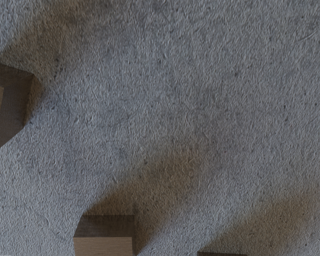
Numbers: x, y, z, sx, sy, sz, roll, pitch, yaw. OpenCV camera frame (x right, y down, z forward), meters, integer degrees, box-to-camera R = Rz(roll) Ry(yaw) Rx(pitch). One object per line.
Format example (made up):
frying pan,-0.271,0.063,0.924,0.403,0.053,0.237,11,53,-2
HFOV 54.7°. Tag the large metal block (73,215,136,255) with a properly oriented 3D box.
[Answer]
large metal block,-0.079,0.178,0.461,0.081,0.050,0.079,0,110,0

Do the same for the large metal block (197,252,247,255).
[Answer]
large metal block,0.097,0.247,0.488,0.081,0.050,0.079,4,110,-2

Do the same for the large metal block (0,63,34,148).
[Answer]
large metal block,-0.198,-0.028,0.368,0.050,0.080,0.079,17,109,-6
